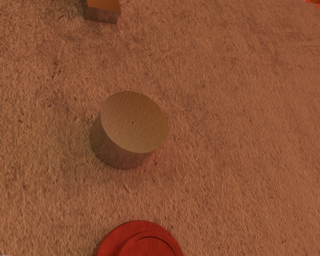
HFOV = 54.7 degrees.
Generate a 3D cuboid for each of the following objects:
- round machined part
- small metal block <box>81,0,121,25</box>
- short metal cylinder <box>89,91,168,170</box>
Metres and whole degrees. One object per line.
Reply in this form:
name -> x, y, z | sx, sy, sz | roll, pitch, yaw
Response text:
round machined part -> -0.016, 0.139, 0.301 | 0.099, 0.042, 0.098 | 14, 56, -21
small metal block -> -0.091, -0.189, 0.471 | 0.050, 0.025, 0.050 | -1, 62, -29
short metal cylinder -> -0.038, 0.003, 0.367 | 0.081, 0.050, 0.080 | 14, 56, -21
